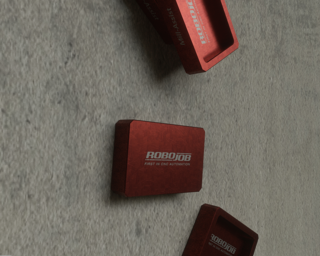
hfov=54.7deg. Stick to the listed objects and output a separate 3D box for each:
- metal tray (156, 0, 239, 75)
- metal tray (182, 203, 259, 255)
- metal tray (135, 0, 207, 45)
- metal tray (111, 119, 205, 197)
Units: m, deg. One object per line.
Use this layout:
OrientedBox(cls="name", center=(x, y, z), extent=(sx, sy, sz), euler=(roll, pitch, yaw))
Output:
OrientedBox(cls="metal tray", center=(0.049, -0.147, 0.404), extent=(0.091, 0.030, 0.129), euler=(-39, 114, -33))
OrientedBox(cls="metal tray", center=(0.100, 0.187, 0.488), extent=(0.130, 0.030, 0.090), euler=(39, 66, -33))
OrientedBox(cls="metal tray", center=(0.007, -0.189, 0.408), extent=(0.130, 0.030, 0.090), euler=(50, 60, -29))
OrientedBox(cls="metal tray", center=(0.003, 0.039, 0.406), extent=(0.131, 0.030, 0.089), euler=(6, 86, -40))
